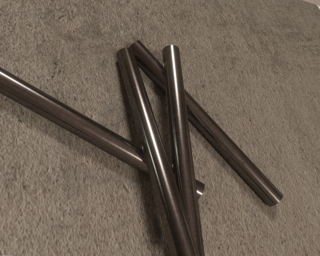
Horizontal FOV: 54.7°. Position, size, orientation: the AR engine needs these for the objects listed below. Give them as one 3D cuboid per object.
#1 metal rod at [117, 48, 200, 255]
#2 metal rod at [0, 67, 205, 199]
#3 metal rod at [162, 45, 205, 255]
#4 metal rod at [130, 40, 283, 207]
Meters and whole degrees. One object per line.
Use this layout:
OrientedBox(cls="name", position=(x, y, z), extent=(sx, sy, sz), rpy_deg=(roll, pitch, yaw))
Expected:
OrientedBox(cls="metal rod", position=(-0.011, 0.014, 0.361), extent=(0.025, 0.025, 0.299), rpy_deg=(2, 52, -28))
OrientedBox(cls="metal rod", position=(-0.080, 0.004, 0.359), extent=(0.301, 0.025, 0.025), rpy_deg=(31, 52, -9))
OrientedBox(cls="metal rod", position=(0.025, 0.019, 0.373), extent=(0.025, 0.025, 0.299), rpy_deg=(10, 57, -23))
OrientedBox(cls="metal rod", position=(0.061, -0.010, 0.444), extent=(0.300, 0.025, 0.025), rpy_deg=(48, 51, 5))
